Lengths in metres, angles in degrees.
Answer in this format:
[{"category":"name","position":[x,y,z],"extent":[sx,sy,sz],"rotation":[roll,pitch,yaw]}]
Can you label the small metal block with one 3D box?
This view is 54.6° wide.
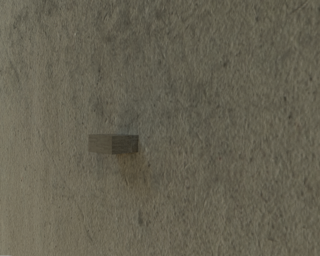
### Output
[{"category":"small metal block","position":[-0.067,0.022,0.445],"extent":[0.050,0.050,0.025],"rotation":[2,91,40]}]
